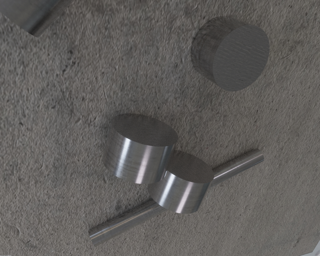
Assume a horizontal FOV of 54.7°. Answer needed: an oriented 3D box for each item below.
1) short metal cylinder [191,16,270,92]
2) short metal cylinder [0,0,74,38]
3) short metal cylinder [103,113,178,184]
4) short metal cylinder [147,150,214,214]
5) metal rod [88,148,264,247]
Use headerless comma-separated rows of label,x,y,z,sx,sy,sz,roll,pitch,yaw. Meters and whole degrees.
short metal cylinder,0.085,-0.091,0.381,0.081,0.050,0.079,-14,124,-21
short metal cylinder,-0.110,-0.117,0.239,0.050,0.080,0.080,-46,129,3
short metal cylinder,-0.024,0.023,0.372,0.081,0.080,0.050,3,117,-30
short metal cylinder,0.028,0.073,0.432,0.081,0.080,0.050,6,115,-31
metal rod,0.034,0.104,0.489,0.302,0.025,0.025,-23,127,-14
